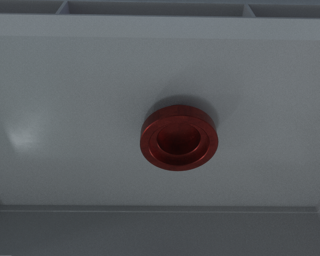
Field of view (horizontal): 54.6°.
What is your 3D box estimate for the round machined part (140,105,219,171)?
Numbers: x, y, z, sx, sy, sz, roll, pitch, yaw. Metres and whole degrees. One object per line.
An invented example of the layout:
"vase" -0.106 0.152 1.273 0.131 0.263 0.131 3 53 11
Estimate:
"round machined part" 0.024 0.009 0.405 0.099 0.042 0.097 0 130 0
